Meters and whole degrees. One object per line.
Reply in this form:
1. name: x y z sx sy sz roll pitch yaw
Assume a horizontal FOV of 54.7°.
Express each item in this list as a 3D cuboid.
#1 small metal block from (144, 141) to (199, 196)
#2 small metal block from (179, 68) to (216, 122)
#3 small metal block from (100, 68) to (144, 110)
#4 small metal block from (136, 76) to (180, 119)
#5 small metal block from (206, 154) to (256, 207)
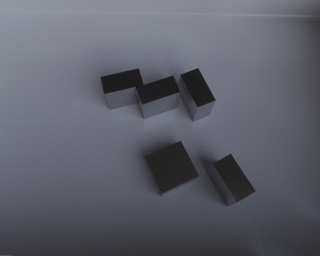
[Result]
1. small metal block: 0.014 0.051 0.391 0.050 0.025 0.050 -24 72 -9
2. small metal block: 0.048 -0.043 0.413 0.025 0.050 0.050 -22 72 -8
3. small metal block: -0.048 -0.051 0.414 0.050 0.050 0.025 -14 71 -5
4. small metal block: -0.003 -0.040 0.411 0.050 0.050 0.025 -19 72 -7
5. small metal block: 0.084 0.064 0.374 0.025 0.050 0.050 -28 73 -10
